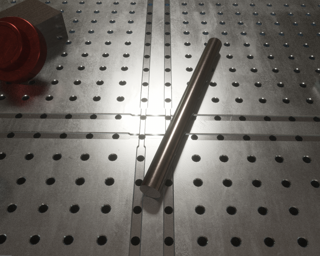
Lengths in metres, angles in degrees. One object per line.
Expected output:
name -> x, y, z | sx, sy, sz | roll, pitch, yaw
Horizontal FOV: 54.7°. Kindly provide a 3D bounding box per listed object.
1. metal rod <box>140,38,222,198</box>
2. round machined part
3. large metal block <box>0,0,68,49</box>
metal rod -> 0.041, -0.036, 0.438 | 0.025, 0.025, 0.301 | 16, 52, 13
round machined part -> -0.224, -0.118, 0.459 | 0.099, 0.042, 0.097 | 0, 89, 8
large metal block -> -0.222, -0.174, 0.535 | 0.080, 0.050, 0.080 | 32, 57, 23
